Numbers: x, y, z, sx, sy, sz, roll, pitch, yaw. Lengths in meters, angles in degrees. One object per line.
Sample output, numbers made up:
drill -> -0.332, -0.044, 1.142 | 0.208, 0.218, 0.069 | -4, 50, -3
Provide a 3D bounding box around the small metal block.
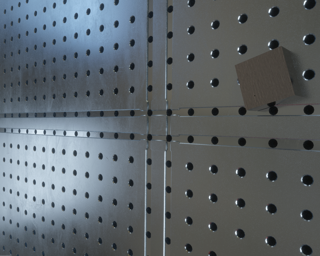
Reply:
small metal block -> 0.111, -0.049, 0.318 | 0.050, 0.025, 0.050 | -19, 78, 38
